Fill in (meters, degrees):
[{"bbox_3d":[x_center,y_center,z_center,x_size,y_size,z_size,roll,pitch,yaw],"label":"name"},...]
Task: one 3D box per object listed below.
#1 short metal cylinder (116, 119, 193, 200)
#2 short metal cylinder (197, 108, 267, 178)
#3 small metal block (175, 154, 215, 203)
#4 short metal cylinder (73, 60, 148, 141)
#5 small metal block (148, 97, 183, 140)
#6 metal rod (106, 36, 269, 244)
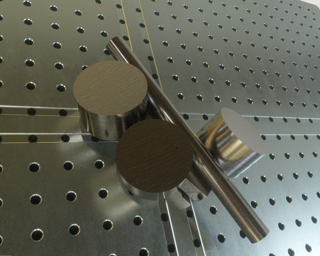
[{"bbox_3d":[-0.007,0.036,0.344,0.081,0.050,0.080,1,68,-3],"label":"short metal cylinder"},{"bbox_3d":[0.094,0.019,0.410,0.080,0.050,0.080,32,29,-20],"label":"short metal cylinder"},{"bbox_3d":[0.045,0.057,0.393,0.050,0.025,0.050,42,51,1],"label":"small metal block"},{"bbox_3d":[-0.055,-0.032,0.360,0.081,0.050,0.080,2,56,-2],"label":"short metal cylinder"},{"bbox_3d":[-0.005,-0.011,0.408,0.050,0.025,0.050,40,51,-1],"label":"small metal block"},{"bbox_3d":[0.027,0.006,0.382,0.025,0.025,0.299,-29,77,-37],"label":"metal rod"}]
